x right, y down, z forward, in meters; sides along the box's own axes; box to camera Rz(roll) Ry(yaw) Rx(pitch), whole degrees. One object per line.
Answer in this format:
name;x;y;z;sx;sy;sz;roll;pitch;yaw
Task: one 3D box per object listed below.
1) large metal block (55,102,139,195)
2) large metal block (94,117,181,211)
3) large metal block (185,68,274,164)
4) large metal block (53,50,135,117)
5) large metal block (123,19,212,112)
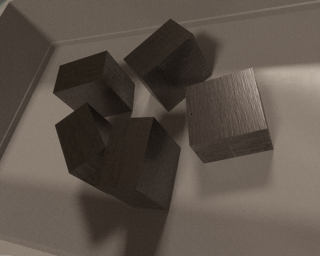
large metal block;-0.079;0.027;0.393;0.050;0.080;0.080;-35;51;5
large metal block;-0.020;0.042;0.354;0.050;0.080;0.080;-1;61;27
large metal block;0.078;-0.012;0.356;0.080;0.050;0.080;-14;56;20
large metal block;-0.093;-0.058;0.453;0.080;0.080;0.050;-12;57;21
large metal block;0.013;-0.081;0.412;0.080;0.080;0.050;-41;51;0
